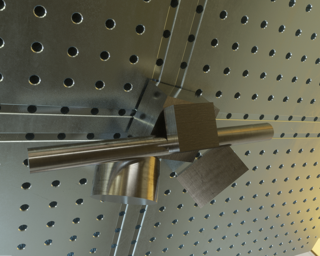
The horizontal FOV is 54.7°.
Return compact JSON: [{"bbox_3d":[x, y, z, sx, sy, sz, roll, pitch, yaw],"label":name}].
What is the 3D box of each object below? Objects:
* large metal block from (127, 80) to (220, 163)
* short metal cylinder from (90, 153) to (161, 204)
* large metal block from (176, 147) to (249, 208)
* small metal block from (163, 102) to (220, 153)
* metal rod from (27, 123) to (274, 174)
[{"bbox_3d":[0.016,-0.007,0.395,0.081,0.050,0.079,11,113,-33],"label":"large metal block"},{"bbox_3d":[-0.041,0.064,0.380,0.080,0.080,0.050,21,64,-36],"label":"short metal cylinder"},{"bbox_3d":[0.070,0.064,0.440,0.080,0.050,0.080,-38,173,-2],"label":"large metal block"},{"bbox_3d":[0.035,-0.001,0.345,0.050,0.025,0.050,-6,86,-25],"label":"small metal block"},{"bbox_3d":[0.011,0.018,0.359,0.303,0.025,0.025,-6,121,-26],"label":"metal rod"}]
